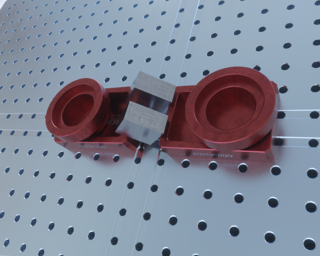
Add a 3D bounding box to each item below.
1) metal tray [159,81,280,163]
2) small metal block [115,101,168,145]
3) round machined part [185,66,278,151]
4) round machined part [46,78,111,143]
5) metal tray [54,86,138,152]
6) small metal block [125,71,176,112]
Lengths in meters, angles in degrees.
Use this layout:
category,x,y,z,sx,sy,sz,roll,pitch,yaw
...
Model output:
category,x,y,z,sx,sy,sz,roll,pitch,yaw
metal tray,0.071,-0.009,0.374,0.130,0.030,0.090,1,62,28
small metal block,-0.024,-0.005,0.389,0.050,0.050,0.025,136,151,-62
round machined part,0.081,-0.018,0.350,0.098,0.042,0.098,-13,56,21
round machined part,-0.114,-0.022,0.455,0.098,0.042,0.098,-13,56,21
metal tray,-0.087,-0.013,0.461,0.130,0.030,0.090,0,63,28
small metal block,-0.013,-0.044,0.408,0.050,0.050,0.025,136,151,-62
